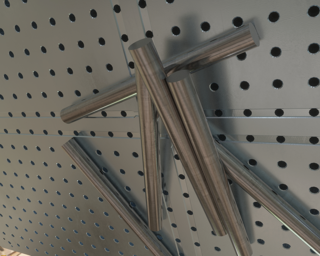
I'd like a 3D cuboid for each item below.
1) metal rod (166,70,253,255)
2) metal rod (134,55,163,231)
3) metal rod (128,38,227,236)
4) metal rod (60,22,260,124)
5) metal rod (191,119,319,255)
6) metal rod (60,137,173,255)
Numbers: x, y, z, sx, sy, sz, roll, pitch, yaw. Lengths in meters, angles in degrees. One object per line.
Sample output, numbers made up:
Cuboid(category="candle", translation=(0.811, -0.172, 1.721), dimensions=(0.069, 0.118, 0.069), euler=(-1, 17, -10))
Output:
Cuboid(category="metal rod", translation=(0.071, 0.066, 0.384), dimensions=(0.025, 0.025, 0.299), euler=(-5, 126, 30))
Cuboid(category="metal rod", translation=(-0.012, 0.043, 0.425), dimensions=(0.025, 0.025, 0.298), euler=(14, 130, 20))
Cuboid(category="metal rod", translation=(0.036, 0.033, 0.379), dimensions=(0.025, 0.025, 0.299), euler=(-5, 127, 30))
Cuboid(category="metal rod", translation=(-0.025, -0.055, 0.390), dimensions=(0.300, 0.025, 0.025), euler=(-17, 109, 35))
Cuboid(category="metal rod", translation=(0.124, 0.078, 0.393), dimensions=(0.300, 0.025, 0.025), euler=(41, 129, 0))
Cuboid(category="metal rod", translation=(-0.061, 0.139, 0.530), dimensions=(0.025, 0.025, 0.300), euler=(-31, 102, 38))
